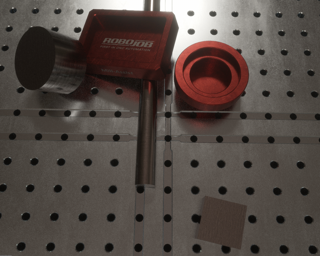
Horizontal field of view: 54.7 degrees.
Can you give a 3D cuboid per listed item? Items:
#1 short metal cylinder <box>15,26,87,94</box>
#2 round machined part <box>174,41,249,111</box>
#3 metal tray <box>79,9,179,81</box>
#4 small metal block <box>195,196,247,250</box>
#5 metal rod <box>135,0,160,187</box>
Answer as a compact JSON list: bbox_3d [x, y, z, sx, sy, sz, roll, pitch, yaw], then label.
[{"bbox_3d":[-0.144,-0.087,0.408,0.080,0.050,0.079,0,89,32],"label":"short metal cylinder"},{"bbox_3d":[0.068,-0.068,0.428,0.099,0.042,0.098,0,70,-1],"label":"round machined part"},{"bbox_3d":[-0.048,-0.118,0.432,0.130,0.030,0.090,9,73,18],"label":"metal tray"},{"bbox_3d":[0.073,0.113,0.371,0.050,0.025,0.050,13,70,4],"label":"small metal block"},{"bbox_3d":[-0.015,-0.068,0.436,0.025,0.025,0.299,1,70,0],"label":"metal rod"}]
